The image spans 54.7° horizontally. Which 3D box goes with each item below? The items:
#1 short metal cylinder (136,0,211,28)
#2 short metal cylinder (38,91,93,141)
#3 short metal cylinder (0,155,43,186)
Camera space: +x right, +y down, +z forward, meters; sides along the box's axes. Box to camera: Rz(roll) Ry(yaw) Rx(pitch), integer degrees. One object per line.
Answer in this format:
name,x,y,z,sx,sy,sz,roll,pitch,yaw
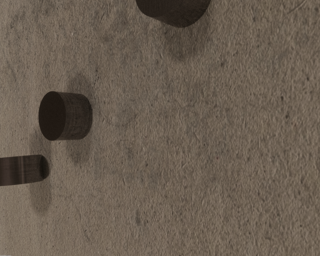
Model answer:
short metal cylinder,0.016,-0.168,0.374,0.080,0.050,0.079,0,90,39
short metal cylinder,-0.158,-0.019,0.516,0.080,0.050,0.079,0,90,39
short metal cylinder,-0.264,0.079,0.583,0.080,0.081,0.050,-9,85,39
